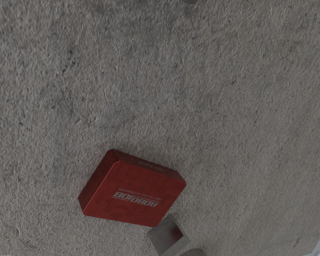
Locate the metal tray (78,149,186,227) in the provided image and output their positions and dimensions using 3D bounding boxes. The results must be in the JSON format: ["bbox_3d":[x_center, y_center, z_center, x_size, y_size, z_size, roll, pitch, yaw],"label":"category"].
[{"bbox_3d":[-0.036,0.090,0.440,0.131,0.030,0.090,24,105,-37],"label":"metal tray"}]

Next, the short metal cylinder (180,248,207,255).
[{"bbox_3d":[0.066,0.283,0.602,0.081,0.050,0.079,-14,124,-21],"label":"short metal cylinder"}]

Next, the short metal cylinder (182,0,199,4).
[{"bbox_3d":[0.025,-0.163,0.284,0.050,0.080,0.080,-44,130,2],"label":"short metal cylinder"}]

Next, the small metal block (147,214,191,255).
[{"bbox_3d":[0.014,0.180,0.510,0.050,0.050,0.025,-41,130,0],"label":"small metal block"}]
